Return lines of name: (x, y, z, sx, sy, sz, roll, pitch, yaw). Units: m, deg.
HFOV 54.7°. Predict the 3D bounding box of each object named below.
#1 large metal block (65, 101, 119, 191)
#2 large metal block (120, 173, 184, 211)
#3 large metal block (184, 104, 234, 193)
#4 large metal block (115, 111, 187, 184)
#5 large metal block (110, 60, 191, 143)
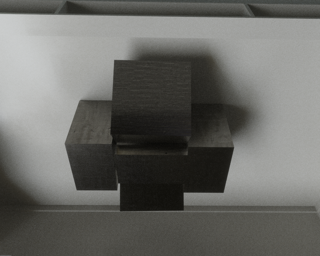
large metal block: (-0.078, 0.021, 0.389, 0.050, 0.080, 0.079, 0, 130, -1)
large metal block: (-0.011, 0.081, 0.431, 0.081, 0.080, 0.050, 0, 88, -2)
large metal block: (0.055, 0.025, 0.393, 0.050, 0.080, 0.079, 1, 130, -1)
large metal block: (-0.010, 0.023, 0.391, 0.081, 0.080, 0.050, 1, 130, -1)
large metal block: (-0.009, -0.026, 0.341, 0.081, 0.080, 0.050, 1, 168, -1)
